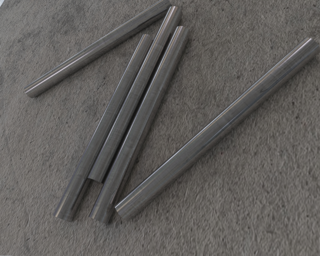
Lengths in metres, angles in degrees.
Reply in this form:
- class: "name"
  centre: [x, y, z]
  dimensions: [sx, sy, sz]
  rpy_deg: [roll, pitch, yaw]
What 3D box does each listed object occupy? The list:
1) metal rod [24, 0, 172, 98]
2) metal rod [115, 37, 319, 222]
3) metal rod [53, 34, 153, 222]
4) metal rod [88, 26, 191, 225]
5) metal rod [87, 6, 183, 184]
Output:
- class: "metal rod"
  centre: [-0.112, -0.139, 0.547]
  dimensions: [0.300, 0.025, 0.025]
  rpy_deg: [-30, 52, 9]
- class: "metal rod"
  centre: [0.068, 0.001, 0.367]
  dimensions: [0.300, 0.025, 0.025]
  rpy_deg: [-41, 51, -1]
- class: "metal rod"
  centre: [-0.072, -0.013, 0.449]
  dimensions: [0.025, 0.025, 0.300]
  rpy_deg: [9, 66, 32]
- class: "metal rod"
  centre: [-0.020, -0.018, 0.425]
  dimensions: [0.025, 0.025, 0.300]
  rpy_deg: [10, 66, 32]
- class: "metal rod"
  centre: [-0.029, -0.060, 0.455]
  dimensions: [0.025, 0.025, 0.300]
  rpy_deg: [10, 66, 32]
